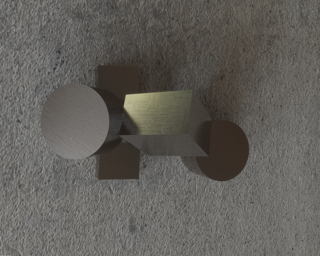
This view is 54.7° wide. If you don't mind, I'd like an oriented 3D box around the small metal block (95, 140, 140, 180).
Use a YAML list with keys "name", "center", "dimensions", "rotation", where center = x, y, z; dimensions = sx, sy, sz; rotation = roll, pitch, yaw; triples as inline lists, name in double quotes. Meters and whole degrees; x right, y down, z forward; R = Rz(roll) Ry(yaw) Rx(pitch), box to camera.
- name: "small metal block"
  center: [-0.053, 0.038, 0.391]
  dimensions: [0.050, 0.025, 0.050]
  rotation: [3, 89, -20]

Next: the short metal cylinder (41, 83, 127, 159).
- name: "short metal cylinder"
  center: [-0.083, -0.007, 0.348]
  dimensions: [0.080, 0.050, 0.079]
  rotation: [0, 91, 15]

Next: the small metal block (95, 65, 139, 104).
- name: "small metal block"
  center: [-0.054, -0.051, 0.390]
  dimensions: [0.050, 0.025, 0.050]
  rotation: [-1, 91, -21]

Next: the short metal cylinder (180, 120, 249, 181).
- name: "short metal cylinder"
  center: [0.073, 0.029, 0.426]
  dimensions: [0.081, 0.050, 0.079]
  rotation: [0, 90, -21]

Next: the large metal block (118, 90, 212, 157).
- name: "large metal block"
  center: [0.010, -0.002, 0.366]
  dimensions: [0.080, 0.080, 0.050]
  rotation: [43, 50, -58]
